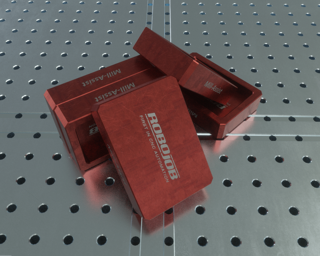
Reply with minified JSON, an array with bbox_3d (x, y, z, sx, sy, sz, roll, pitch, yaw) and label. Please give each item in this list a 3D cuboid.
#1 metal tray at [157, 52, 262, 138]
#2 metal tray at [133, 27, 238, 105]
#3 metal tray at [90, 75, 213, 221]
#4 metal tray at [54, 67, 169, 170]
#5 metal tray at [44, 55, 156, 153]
[{"bbox_3d":[0.066,-0.052,0.447,0.091,0.030,0.130,-36,59,-27],"label":"metal tray"},{"bbox_3d":[0.037,-0.076,0.398,0.090,0.030,0.131,43,17,29],"label":"metal tray"},{"bbox_3d":[-0.006,0.019,0.331,0.091,0.129,0.030,-26,13,-20],"label":"metal tray"},{"bbox_3d":[-0.049,-0.011,0.372,0.131,0.089,0.030,-26,55,-21],"label":"metal tray"},{"bbox_3d":[-0.066,-0.029,0.388,0.131,0.089,0.030,-26,55,-21],"label":"metal tray"}]
